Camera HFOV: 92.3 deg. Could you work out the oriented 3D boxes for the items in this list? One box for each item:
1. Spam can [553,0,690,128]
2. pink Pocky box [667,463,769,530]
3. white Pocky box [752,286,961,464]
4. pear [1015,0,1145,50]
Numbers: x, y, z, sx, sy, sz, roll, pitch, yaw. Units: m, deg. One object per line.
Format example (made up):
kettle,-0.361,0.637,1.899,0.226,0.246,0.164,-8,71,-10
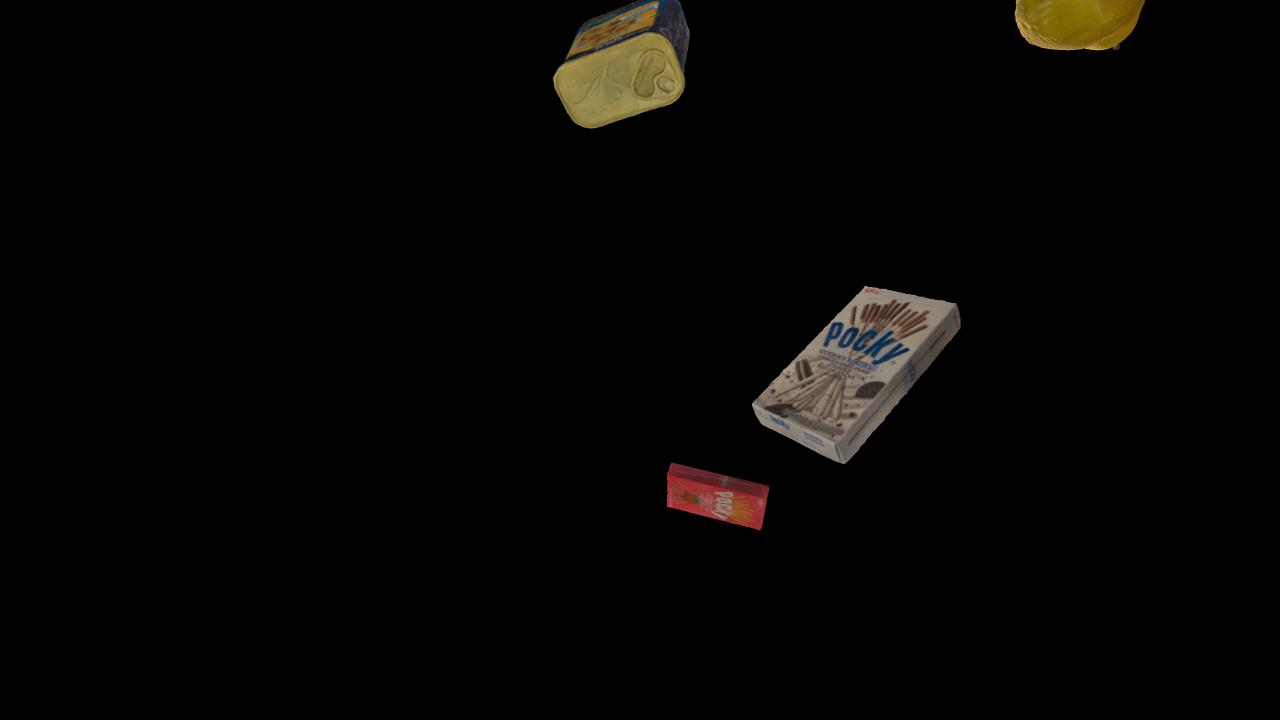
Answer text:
Spam can,-0.012,-0.247,0.505,0.101,0.085,0.058,-9,-42,21
pink Pocky box,0.118,0.213,0.957,0.155,0.084,0.029,11,43,14
white Pocky box,0.167,0.005,0.476,0.154,0.028,0.084,-43,36,-17
pear,0.334,-0.254,0.447,0.111,0.080,0.080,18,-7,-22
